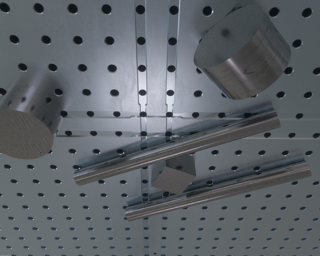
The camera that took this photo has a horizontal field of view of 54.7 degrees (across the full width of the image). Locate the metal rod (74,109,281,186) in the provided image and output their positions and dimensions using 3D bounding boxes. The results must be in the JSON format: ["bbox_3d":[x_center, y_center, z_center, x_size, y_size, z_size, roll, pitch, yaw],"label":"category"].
[{"bbox_3d":[0.014,0.032,0.438,0.301,0.025,0.025,-18,128,14],"label":"metal rod"}]

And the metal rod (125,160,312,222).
[{"bbox_3d":[0.084,0.105,0.502,0.301,0.025,0.025,-18,128,14],"label":"metal rod"}]

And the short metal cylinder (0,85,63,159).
[{"bbox_3d":[-0.169,-0.006,0.388,0.081,0.050,0.079,0,130,0],"label":"short metal cylinder"}]

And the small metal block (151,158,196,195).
[{"bbox_3d":[0.020,0.072,0.473,0.050,0.025,0.050,20,127,-17],"label":"small metal block"}]

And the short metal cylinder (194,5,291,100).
[{"bbox_3d":[0.081,-0.075,0.312,0.080,0.080,0.050,-35,122,26],"label":"short metal cylinder"}]
